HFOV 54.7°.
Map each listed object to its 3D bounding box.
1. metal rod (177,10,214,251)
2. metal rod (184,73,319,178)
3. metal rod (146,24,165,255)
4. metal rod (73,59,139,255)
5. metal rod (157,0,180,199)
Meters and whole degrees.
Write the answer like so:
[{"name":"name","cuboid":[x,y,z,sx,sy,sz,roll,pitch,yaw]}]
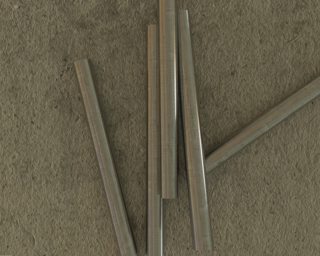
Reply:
[{"name":"metal rod","cuboid":[0.040,-0.003,0.391,0.025,0.025,0.298,-5,83,0]},{"name":"metal rod","cuboid":[0.162,-0.023,0.410,0.301,0.025,0.025,-35,90,0]},{"name":"metal rod","cuboid":[-0.006,0.016,0.409,0.025,0.025,0.298,0,90,0]},{"name":"metal rod","cuboid":[-0.067,0.058,0.409,0.025,0.025,0.298,-14,90,0]},{"name":"metal rod","cuboid":[0.010,-0.063,0.389,0.025,0.025,0.298,-1,91,0]}]
